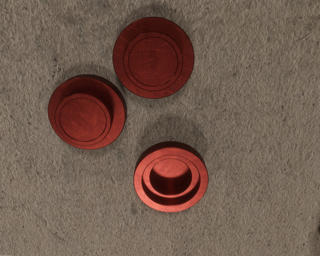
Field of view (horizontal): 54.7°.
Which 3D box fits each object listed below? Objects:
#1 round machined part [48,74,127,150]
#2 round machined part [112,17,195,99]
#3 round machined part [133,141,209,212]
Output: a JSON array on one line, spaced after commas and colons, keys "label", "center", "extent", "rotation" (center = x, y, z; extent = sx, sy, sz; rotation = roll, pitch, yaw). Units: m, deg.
[{"label": "round machined part", "center": [-0.093, -0.016, 0.393], "extent": [0.099, 0.042, 0.097], "rotation": [0, 110, -1]}, {"label": "round machined part", "center": [-0.008, -0.082, 0.371], "extent": [0.099, 0.042, 0.097], "rotation": [0, 110, -1]}, {"label": "round machined part", "center": [0.014, 0.062, 0.424], "extent": [0.099, 0.042, 0.097], "rotation": [0, 110, -1]}]
